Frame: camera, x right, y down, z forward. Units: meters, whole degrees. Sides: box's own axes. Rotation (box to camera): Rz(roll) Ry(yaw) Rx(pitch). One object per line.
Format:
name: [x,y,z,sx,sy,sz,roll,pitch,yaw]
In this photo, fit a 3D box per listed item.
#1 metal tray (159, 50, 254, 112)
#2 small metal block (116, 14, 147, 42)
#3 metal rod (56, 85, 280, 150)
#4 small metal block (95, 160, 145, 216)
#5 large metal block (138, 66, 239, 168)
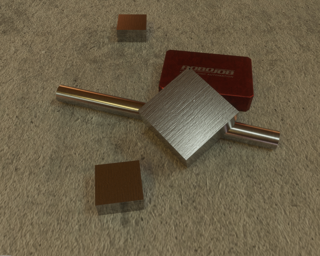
metal tray: [0.069,-0.073,0.462,0.131,0.030,0.090,7,50,5]
small metal block: [-0.049,-0.178,0.552,0.050,0.025,0.050,0,50,-1]
metal rod: [0.003,-0.017,0.417,0.301,0.025,0.025,13,51,10]
small metal block: [-0.045,0.066,0.347,0.050,0.025,0.050,-6,50,-6]
large metal block: [0.034,-0.012,0.372,0.080,0.050,0.080,-42,73,-8]
